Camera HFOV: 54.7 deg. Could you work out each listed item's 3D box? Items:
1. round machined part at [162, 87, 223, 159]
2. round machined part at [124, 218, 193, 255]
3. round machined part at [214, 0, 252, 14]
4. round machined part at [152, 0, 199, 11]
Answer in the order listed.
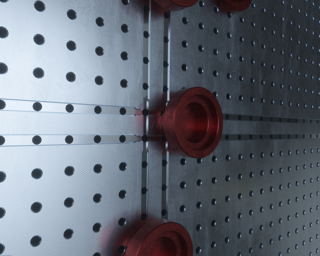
[{"bbox_3d":[0.041,-0.007,0.435,0.099,0.042,0.097,0,90,-40],"label":"round machined part"},{"bbox_3d":[-0.007,0.165,0.395,0.099,0.042,0.097,0,90,-40],"label":"round machined part"},{"bbox_3d":[0.126,-0.242,0.506,0.099,0.042,0.097,0,90,-40],"label":"round machined part"},{"bbox_3d":[0.011,-0.204,0.409,0.099,0.042,0.097,0,90,-40],"label":"round machined part"}]
